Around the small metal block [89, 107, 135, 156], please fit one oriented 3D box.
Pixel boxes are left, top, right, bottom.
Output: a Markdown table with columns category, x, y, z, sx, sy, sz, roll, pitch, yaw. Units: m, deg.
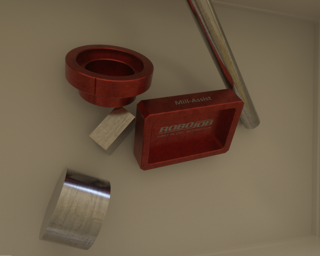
| category | x | y | z | sx | sy | sz | roll | pitch | yaw |
| --- | --- | --- | --- | --- | --- | --- | --- | --- | --- |
| small metal block | -0.056 | 0.004 | 0.374 | 0.025 | 0.050 | 0.050 | 39 | 77 | 5 |

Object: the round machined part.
| category | x | y | z | sx | sy | sz | roll | pitch | yaw |
| --- | --- | --- | --- | --- | --- | --- | --- | --- | --- |
| round machined part | -0.059 | -0.059 | 0.361 | 0.099 | 0.098 | 0.042 | -2 | 126 | -20 |

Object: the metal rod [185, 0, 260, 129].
| category | x | y | z | sx | sy | sz | roll | pitch | yaw |
| --- | --- | --- | --- | --- | --- | --- | --- | --- | --- |
| metal rod | 0.068 | -0.100 | 0.370 | 0.025 | 0.025 | 0.300 | -49 | 131 | -13 |

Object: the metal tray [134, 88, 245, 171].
| category | x | y | z | sx | sy | sz | roll | pitch | yaw |
| --- | --- | --- | --- | --- | --- | --- | --- | --- | --- |
| metal tray | 0.035 | 0.002 | 0.395 | 0.131 | 0.030 | 0.089 | -10 | 132 | -20 |

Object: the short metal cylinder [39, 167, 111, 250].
| category | x | y | z | sx | sy | sz | roll | pitch | yaw |
| --- | --- | --- | --- | --- | --- | --- | --- | --- | --- |
| short metal cylinder | -0.095 | 0.090 | 0.347 | 0.050 | 0.080 | 0.080 | 22 | 83 | -19 |
